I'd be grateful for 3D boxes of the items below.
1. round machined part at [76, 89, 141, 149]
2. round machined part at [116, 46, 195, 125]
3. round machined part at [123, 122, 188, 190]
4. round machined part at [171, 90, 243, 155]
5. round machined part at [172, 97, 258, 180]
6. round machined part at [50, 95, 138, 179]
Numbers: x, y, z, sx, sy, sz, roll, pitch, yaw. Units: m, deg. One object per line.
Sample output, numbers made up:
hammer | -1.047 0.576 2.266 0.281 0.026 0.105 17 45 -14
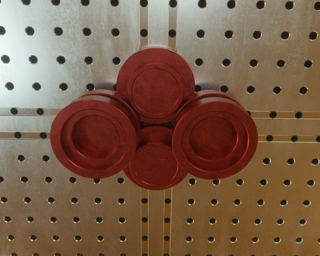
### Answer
round machined part | -0.073 -0.003 0.402 0.099 0.042 0.097 0 110 0
round machined part | -0.005 -0.050 0.386 0.099 0.042 0.097 0 110 0
round machined part | -0.005 0.043 0.419 0.099 0.042 0.097 0 110 0
round machined part | 0.063 -0.003 0.403 0.099 0.042 0.097 0 110 0
round machined part | 0.063 0.010 0.373 0.099 0.042 0.097 0 110 0
round machined part | -0.076 0.008 0.372 0.099 0.042 0.097 0 110 0
